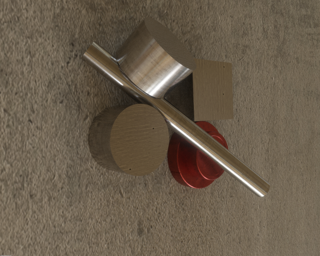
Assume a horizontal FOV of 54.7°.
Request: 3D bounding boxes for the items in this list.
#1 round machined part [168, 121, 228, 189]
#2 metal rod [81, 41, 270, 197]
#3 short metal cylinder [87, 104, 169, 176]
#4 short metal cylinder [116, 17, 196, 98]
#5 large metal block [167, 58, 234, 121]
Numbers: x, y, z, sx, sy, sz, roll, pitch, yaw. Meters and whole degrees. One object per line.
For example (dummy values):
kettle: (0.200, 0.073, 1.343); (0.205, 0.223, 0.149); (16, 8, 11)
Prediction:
round machined part: (0.061, 0.039, 0.445); (0.099, 0.042, 0.097); (0, 90, -40)
metal rod: (0.033, 0.000, 0.389); (0.301, 0.025, 0.025); (38, 66, -19)
short metal cylinder: (-0.036, 0.013, 0.361); (0.081, 0.050, 0.080); (0, 90, -40)
short metal cylinder: (-0.004, -0.081, 0.362); (0.080, 0.050, 0.080); (36, 29, -23)
large metal block: (0.057, -0.051, 0.434); (0.081, 0.050, 0.079); (-4, 93, -40)
